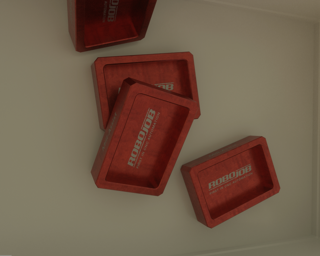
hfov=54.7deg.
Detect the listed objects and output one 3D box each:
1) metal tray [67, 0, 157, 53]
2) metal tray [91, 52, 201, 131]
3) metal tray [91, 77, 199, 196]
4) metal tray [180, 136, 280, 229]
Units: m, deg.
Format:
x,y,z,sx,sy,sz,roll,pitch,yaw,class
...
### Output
x,y,z,sx,sy,sz,roll,pitch,yaw,class
-0.051,-0.137,0.335,0.091,0.129,0.030,-18,77,-19,metal tray
-0.016,-0.048,0.402,0.131,0.030,0.089,-9,93,-20,metal tray
-0.019,0.015,0.373,0.091,0.030,0.129,15,104,-28,metal tray
0.104,0.074,0.447,0.131,0.030,0.090,-21,97,-19,metal tray
